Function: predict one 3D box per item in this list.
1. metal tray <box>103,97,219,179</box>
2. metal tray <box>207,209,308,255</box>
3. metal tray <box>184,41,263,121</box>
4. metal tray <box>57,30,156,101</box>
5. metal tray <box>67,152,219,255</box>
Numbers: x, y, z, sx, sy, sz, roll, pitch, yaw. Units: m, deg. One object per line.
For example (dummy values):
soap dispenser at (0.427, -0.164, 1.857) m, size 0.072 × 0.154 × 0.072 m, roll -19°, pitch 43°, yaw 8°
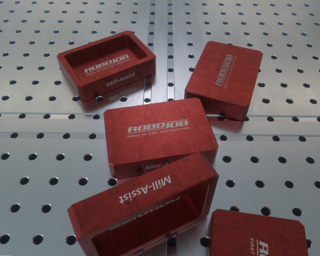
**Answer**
metal tray at (-0.002, 0.010, 0.396) m, size 0.131 × 0.030 × 0.090 m, roll -8°, pitch 51°, yaw -7°
metal tray at (0.088, 0.146, 0.283) m, size 0.090 × 0.030 × 0.130 m, roll 7°, pitch 50°, yaw 6°
metal tray at (0.098, -0.076, 0.469) m, size 0.090 × 0.030 × 0.130 m, roll 16°, pitch 52°, yaw 13°
metal tray at (-0.083, -0.102, 0.489) m, size 0.131 × 0.030 × 0.090 m, roll -26°, pitch 55°, yaw -20°
metal tray at (-0.012, 0.081, 0.297) m, size 0.131 × 0.090 × 0.030 m, roll -21°, pitch 53°, yaw -17°
